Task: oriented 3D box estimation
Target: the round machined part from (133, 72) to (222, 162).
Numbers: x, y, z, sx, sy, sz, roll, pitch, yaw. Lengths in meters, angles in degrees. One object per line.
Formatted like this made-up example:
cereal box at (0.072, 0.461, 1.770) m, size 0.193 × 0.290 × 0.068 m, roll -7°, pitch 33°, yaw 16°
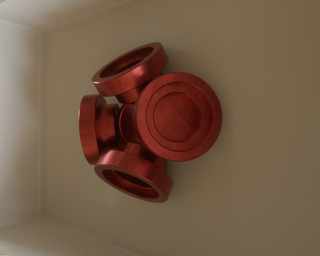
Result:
round machined part at (0.017, -0.012, 0.354) m, size 0.042 × 0.099 × 0.097 m, roll 171°, pitch 97°, yaw -75°

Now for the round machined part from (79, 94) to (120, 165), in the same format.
round machined part at (-0.077, 0.001, 0.431) m, size 0.042 × 0.098 × 0.097 m, roll -5°, pitch 86°, yaw 2°

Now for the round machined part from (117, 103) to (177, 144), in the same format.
round machined part at (-0.018, -0.007, 0.406) m, size 0.098 × 0.042 × 0.097 m, roll 0°, pitch 90°, yaw 39°

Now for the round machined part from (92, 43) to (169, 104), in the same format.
round machined part at (-0.033, -0.066, 0.394) m, size 0.098 × 0.098 × 0.042 m, roll -5°, pitch 125°, yaw 39°

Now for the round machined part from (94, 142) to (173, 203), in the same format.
round machined part at (-0.029, 0.053, 0.391) m, size 0.098 × 0.098 × 0.042 m, roll -2°, pitch 53°, yaw 39°
